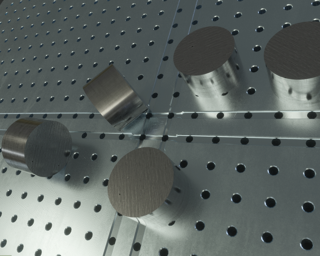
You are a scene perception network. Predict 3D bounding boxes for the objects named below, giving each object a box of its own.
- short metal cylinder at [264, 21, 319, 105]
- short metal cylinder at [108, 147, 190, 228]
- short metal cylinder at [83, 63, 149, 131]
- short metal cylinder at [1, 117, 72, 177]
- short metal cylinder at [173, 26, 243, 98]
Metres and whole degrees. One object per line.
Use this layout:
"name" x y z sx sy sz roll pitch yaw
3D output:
"short metal cylinder" 0.163 -0.073 0.351 0.080 0.050 0.080 -13 56 20
"short metal cylinder" -0.012 0.068 0.355 0.080 0.050 0.080 -13 56 20
"short metal cylinder" -0.060 -0.042 0.429 0.050 0.080 0.080 -39 51 2
"short metal cylinder" -0.175 0.026 0.446 0.050 0.080 0.080 8 66 31
"short metal cylinder" 0.065 -0.087 0.411 0.080 0.050 0.080 -13 56 20
